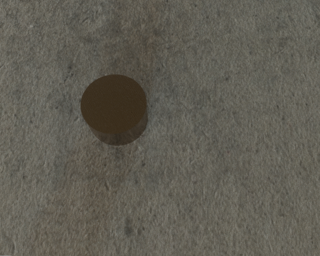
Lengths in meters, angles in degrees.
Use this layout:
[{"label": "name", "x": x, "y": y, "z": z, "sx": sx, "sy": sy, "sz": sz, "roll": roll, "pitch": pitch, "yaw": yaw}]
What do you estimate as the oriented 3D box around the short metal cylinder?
[{"label": "short metal cylinder", "x": -0.057, "y": -0.022, "z": 0.402, "sx": 0.081, "sy": 0.050, "sz": 0.080, "roll": 0, "pitch": 70, "yaw": 0}]
